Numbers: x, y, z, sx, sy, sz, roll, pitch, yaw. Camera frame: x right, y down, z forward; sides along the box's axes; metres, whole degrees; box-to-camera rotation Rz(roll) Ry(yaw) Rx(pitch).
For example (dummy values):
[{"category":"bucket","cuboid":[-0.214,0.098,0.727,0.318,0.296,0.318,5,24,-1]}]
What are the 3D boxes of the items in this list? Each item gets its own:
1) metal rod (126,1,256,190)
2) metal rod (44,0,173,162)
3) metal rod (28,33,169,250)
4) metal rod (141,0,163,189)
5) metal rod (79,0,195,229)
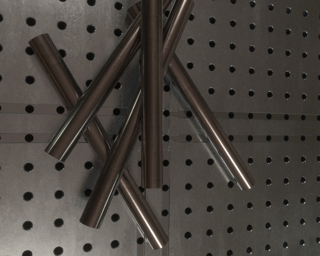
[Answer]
[{"category":"metal rod","cuboid":[0.049,-0.036,0.431,0.025,0.025,0.299,-38,102,-16]},{"category":"metal rod","cuboid":[-0.040,-0.094,0.370,0.025,0.025,0.300,35,78,-17]},{"category":"metal rod","cuboid":[-0.070,0.025,0.387,0.025,0.025,0.299,-32,101,-17]},{"category":"metal rod","cuboid":[-0.009,-0.082,0.354,0.025,0.025,0.298,0,90,-20]},{"category":"metal rod","cuboid":[-0.024,-0.026,0.376,0.025,0.025,0.299,25,81,-19]}]
